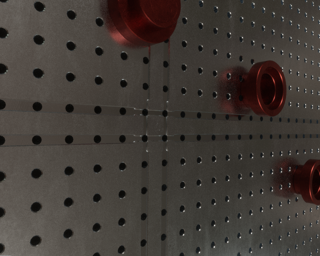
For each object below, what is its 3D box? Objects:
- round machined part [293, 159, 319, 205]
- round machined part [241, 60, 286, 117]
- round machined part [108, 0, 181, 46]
[{"bbox_3d":[0.330,0.116,0.679,0.099,0.042,0.097,0,90,-40],"label":"round machined part"},{"bbox_3d":[0.182,-0.069,0.554,0.099,0.042,0.097,0,90,-40],"label":"round machined part"},{"bbox_3d":[-0.012,-0.156,0.389,0.099,0.042,0.097,0,90,-40],"label":"round machined part"}]
